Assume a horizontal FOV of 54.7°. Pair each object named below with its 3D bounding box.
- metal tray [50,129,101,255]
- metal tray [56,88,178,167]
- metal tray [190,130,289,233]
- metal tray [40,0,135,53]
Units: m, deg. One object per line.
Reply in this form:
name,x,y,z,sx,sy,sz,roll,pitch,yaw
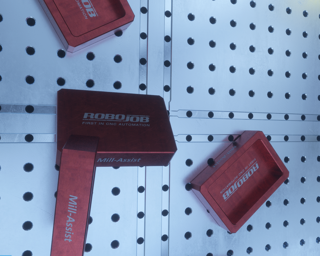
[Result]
metal tray,-0.088,0.073,0.328,0.030,0.090,0.129,8,102,-10
metal tray,-0.053,0.000,0.365,0.131,0.030,0.090,2,51,-21
metal tray,0.120,0.076,0.455,0.130,0.030,0.090,-40,103,-16
metal tray,-0.101,-0.169,0.372,0.091,0.030,0.130,-31,101,-18
